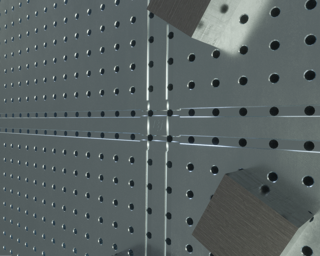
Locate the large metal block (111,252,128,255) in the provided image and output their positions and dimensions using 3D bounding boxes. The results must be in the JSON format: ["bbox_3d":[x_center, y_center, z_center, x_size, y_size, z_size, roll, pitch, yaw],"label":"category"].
[{"bbox_3d":[-0.048,0.233,0.434,0.080,0.050,0.080,4,93,40],"label":"large metal block"}]

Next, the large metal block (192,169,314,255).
[{"bbox_3d":[0.092,0.100,0.318,0.080,0.050,0.080,37,113,34],"label":"large metal block"}]

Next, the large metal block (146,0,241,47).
[{"bbox_3d":[0.043,-0.153,0.359,0.080,0.050,0.080,43,116,31],"label":"large metal block"}]
